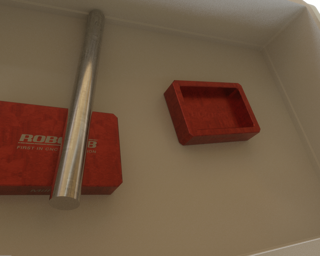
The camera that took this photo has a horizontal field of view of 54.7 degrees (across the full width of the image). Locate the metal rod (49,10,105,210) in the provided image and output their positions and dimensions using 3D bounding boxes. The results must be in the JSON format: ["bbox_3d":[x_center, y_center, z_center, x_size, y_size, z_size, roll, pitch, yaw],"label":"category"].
[{"bbox_3d":[-0.087,-0.049,0.357,0.025,0.025,0.300,15,45,-20],"label":"metal rod"}]

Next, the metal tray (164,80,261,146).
[{"bbox_3d":[0.079,-0.024,0.461,0.131,0.030,0.090,-2,63,-30],"label":"metal tray"}]

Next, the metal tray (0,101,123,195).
[{"bbox_3d":[-0.109,0.023,0.330,0.131,0.030,0.090,6,59,-26],"label":"metal tray"}]
